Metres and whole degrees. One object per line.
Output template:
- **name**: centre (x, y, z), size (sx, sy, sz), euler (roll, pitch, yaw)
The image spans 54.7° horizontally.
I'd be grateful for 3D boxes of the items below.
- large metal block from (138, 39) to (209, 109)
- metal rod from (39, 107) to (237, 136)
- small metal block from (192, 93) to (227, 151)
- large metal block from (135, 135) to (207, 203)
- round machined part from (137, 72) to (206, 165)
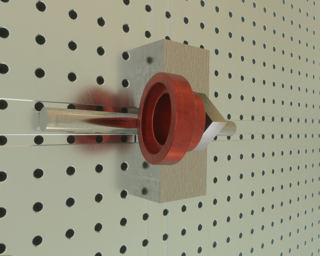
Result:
- **large metal block**: centre (0.019, -0.065, 0.409), size (0.081, 0.050, 0.080), euler (1, 90, -40)
- **metal rod**: centre (-0.001, -0.004, 0.408), size (0.302, 0.025, 0.025), euler (2, 89, -40)
- **small metal block**: centre (0.045, -0.007, 0.373), size (0.025, 0.050, 0.050), euler (1, 46, -40)
- **large metal block**: centre (0.016, 0.049, 0.406), size (0.081, 0.050, 0.080), euler (2, 89, -40)
- **round machined part**: centre (0.013, -0.009, 0.335), size (0.042, 0.098, 0.097), euler (5, 87, -26)
